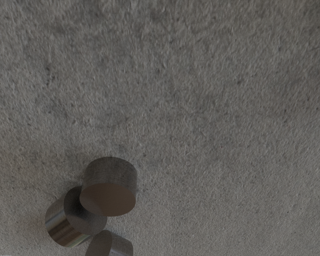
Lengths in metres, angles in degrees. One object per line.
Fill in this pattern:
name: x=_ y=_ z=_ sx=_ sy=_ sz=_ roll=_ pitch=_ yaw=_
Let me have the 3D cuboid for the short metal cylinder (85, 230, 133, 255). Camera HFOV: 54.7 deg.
short metal cylinder: x=-0.095 y=0.237 z=0.571 sx=0.080 sy=0.080 sz=0.050 roll=-37 pitch=121 yaw=27

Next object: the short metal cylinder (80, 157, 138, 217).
short metal cylinder: x=-0.075 y=0.089 z=0.466 sx=0.081 sy=0.050 sz=0.079 roll=0 pitch=130 yaw=0

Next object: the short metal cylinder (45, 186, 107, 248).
short metal cylinder: x=-0.131 y=0.139 z=0.488 sx=0.080 sy=0.080 sz=0.050 roll=37 pitch=121 yaw=-27
